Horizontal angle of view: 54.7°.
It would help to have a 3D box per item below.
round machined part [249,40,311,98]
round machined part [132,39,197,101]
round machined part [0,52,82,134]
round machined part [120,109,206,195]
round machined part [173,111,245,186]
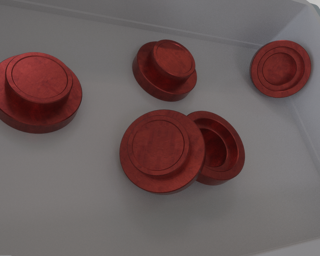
[{"bbox_3d":[0.208,-0.104,0.547,0.098,0.098,0.042,39,16,-2],"label":"round machined part"},{"bbox_3d":[0.013,-0.091,0.457,0.099,0.042,0.098,14,56,-21],"label":"round machined part"},{"bbox_3d":[-0.137,-0.046,0.349,0.099,0.042,0.098,14,56,-21],"label":"round machined part"},{"bbox_3d":[0.001,0.024,0.349,0.098,0.042,0.098,-3,71,9],"label":"round machined part"},{"bbox_3d":[0.059,0.029,0.408,0.099,0.042,0.098,14,56,-21],"label":"round machined part"}]
